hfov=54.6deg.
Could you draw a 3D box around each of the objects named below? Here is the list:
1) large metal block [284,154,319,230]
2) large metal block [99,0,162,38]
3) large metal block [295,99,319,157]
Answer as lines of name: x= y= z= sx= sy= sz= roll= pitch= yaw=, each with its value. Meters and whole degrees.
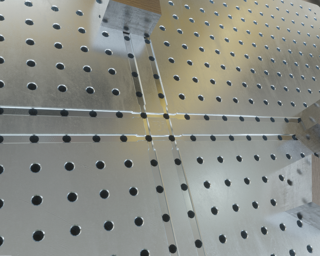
large metal block: x=0.236 y=0.098 z=0.459 sx=0.080 sy=0.050 sz=0.080 roll=29 pitch=52 yaw=-10
large metal block: x=-0.048 y=-0.197 z=0.486 sx=0.081 sy=0.050 sz=0.080 roll=7 pitch=59 yaw=-25
large metal block: x=0.295 y=0.004 z=0.547 sx=0.080 sy=0.050 sz=0.080 roll=39 pitch=51 yaw=-2
